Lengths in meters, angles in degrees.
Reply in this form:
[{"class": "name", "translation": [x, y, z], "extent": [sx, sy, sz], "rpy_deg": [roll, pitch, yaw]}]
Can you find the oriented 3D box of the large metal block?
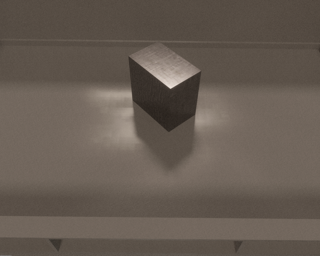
[{"class": "large metal block", "translation": [0.005, -0.055, 0.416], "extent": [0.050, 0.080, 0.080], "rpy_deg": [-33, 58, -25]}]
